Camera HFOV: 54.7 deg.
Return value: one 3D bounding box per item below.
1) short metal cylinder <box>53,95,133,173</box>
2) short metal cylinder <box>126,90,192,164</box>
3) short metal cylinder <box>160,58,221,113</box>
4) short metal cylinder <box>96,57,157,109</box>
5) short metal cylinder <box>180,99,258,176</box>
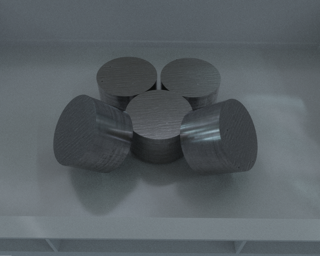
[{"bbox_3d":[-0.077,0.008,0.352,0.050,0.080,0.080,22,33,-44],"label":"short metal cylinder"},{"bbox_3d":[-0.001,-0.002,0.386,0.081,0.050,0.080,0,50,0],"label":"short metal cylinder"},{"bbox_3d":[0.041,-0.053,0.432,0.081,0.050,0.080,0,50,0],"label":"short metal cylinder"},{"bbox_3d":[-0.044,-0.054,0.430,0.081,0.050,0.080,0,50,0],"label":"short metal cylinder"},{"bbox_3d":[0.068,0.012,0.350,0.050,0.080,0.080,-15,37,41],"label":"short metal cylinder"}]
